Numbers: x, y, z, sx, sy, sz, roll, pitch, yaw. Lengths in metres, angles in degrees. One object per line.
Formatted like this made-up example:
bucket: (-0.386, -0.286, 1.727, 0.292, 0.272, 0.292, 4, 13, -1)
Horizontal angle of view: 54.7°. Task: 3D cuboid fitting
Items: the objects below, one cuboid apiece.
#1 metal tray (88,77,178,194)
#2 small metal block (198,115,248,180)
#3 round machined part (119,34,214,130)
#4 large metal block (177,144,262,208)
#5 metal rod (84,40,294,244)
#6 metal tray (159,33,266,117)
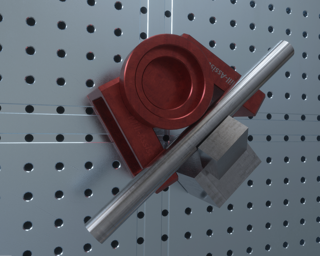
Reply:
metal tray: (-0.035, 0.008, 0.366, 0.030, 0.090, 0.129, -31, 101, -18)
small metal block: (0.070, 0.023, 0.339, 0.025, 0.050, 0.050, 37, 73, 29)
round machined part: (0.005, -0.047, 0.333, 0.099, 0.042, 0.097, 0, 90, -21)
large metal block: (0.069, 0.049, 0.407, 0.080, 0.080, 0.050, -43, 104, -15)
metal rod: (0.044, 0.003, 0.334, 0.301, 0.025, 0.025, -42, 104, -15)
metal tray: (0.058, -0.061, 0.400, 0.130, 0.090, 0.030, 33, 80, -18)
